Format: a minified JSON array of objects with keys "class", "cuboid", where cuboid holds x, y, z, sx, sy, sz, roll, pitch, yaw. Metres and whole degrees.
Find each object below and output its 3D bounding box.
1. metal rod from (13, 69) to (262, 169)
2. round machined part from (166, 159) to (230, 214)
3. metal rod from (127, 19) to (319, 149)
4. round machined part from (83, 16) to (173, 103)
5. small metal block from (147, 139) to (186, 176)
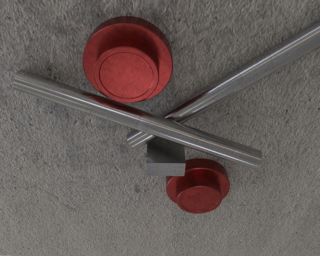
[{"class":"metal rod","cuboid":[-0.021,-0.008,0.372,0.302,0.025,0.025,19,128,-5]},{"class":"round machined part","cuboid":[0.059,0.096,0.478,0.099,0.042,0.097,0,130,0]},{"class":"metal rod","cuboid":[0.083,-0.051,0.364,0.300,0.025,0.025,-30,124,23]},{"class":"round machined part","cuboid":[-0.035,-0.067,0.339,0.099,0.042,0.097,0,130,0]},{"class":"small metal block","cuboid":[0.008,0.038,0.424,0.050,0.050,0.025,1,130,-1]}]
